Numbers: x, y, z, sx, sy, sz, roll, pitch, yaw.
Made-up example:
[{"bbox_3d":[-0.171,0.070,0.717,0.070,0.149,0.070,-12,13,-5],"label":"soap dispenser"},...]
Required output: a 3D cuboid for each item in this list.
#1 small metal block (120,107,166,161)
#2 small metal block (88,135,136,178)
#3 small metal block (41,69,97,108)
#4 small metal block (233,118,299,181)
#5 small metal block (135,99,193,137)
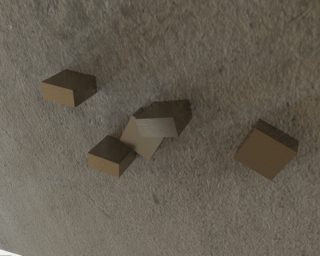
[{"bbox_3d":[-0.020,0.008,0.421,0.050,0.025,0.050,35,129,4],"label":"small metal block"},{"bbox_3d":[-0.068,0.040,0.450,0.050,0.050,0.025,17,125,18],"label":"small metal block"},{"bbox_3d":[-0.121,-0.055,0.419,0.050,0.050,0.025,16,125,19],"label":"small metal block"},{"bbox_3d":[0.122,0.025,0.358,0.050,0.025,0.050,31,128,7],"label":"small metal block"},{"bbox_3d":[0.006,-0.012,0.379,0.050,0.050,0.025,-2,118,28],"label":"small metal block"}]
